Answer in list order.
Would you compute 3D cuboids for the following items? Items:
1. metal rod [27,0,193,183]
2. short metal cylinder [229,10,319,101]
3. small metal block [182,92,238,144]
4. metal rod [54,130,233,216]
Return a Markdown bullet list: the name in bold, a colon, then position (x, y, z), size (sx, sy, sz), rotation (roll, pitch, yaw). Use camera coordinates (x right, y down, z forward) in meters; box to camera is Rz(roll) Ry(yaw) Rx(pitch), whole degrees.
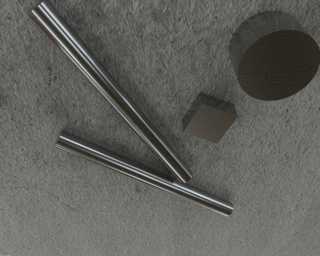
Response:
- **metal rod**: position (-0.041, -0.024, 0.386), size (0.025, 0.025, 0.300), rotation (-26, 126, 20)
- **short metal cylinder**: position (0.118, -0.076, 0.327), size (0.081, 0.050, 0.079), rotation (0, 130, 0)
- **small metal block**: position (0.063, -0.012, 0.397), size (0.050, 0.025, 0.050), rotation (18, 128, -15)
- **metal rod**: position (-0.011, 0.076, 0.471), size (0.302, 0.025, 0.025), rotation (26, 125, -21)
